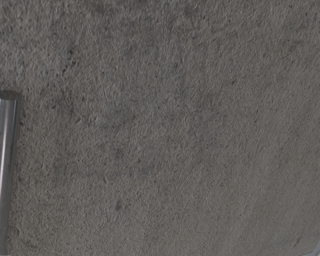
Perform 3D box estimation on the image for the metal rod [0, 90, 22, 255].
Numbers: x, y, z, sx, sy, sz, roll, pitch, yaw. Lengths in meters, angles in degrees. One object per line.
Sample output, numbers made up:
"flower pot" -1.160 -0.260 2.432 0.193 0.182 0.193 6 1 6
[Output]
"metal rod" -0.190 0.098 0.363 0.025 0.025 0.298 3 117 -30
